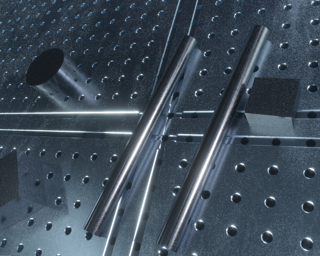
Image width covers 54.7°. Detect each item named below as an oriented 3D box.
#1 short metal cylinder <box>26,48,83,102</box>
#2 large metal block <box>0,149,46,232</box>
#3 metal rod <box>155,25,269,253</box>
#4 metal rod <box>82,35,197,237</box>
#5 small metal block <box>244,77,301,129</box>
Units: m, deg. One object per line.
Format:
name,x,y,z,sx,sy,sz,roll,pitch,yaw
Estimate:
short metal cylinder,-0.185,-0.093,0.543,0.080,0.050,0.080,-13,56,20
large metal block,-0.219,0.091,0.449,0.080,0.050,0.080,-30,52,8
metal rod,0.070,-0.002,0.371,0.025,0.025,0.300,15,69,33
metal rod,-0.019,-0.002,0.417,0.025,0.025,0.300,14,69,33
small metal block,0.131,-0.030,0.358,0.050,0.025,0.050,8,66,31
